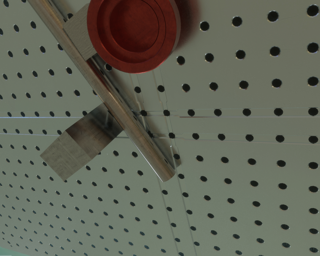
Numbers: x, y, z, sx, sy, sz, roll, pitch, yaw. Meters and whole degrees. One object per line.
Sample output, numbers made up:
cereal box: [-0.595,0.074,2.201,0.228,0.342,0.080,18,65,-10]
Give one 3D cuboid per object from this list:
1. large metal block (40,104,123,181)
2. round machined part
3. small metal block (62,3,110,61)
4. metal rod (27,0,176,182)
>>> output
large metal block: [-0.112,0.021,0.447,0.050,0.080,0.080,49,129,-7]
round machined part: [-0.025,-0.112,0.337,0.098,0.042,0.097,7,117,14]
small metal block: [-0.084,-0.119,0.382,0.050,0.025,0.050,-23,106,36]
metal rod: [-0.073,-0.049,0.418,0.025,0.025,0.299,-27,104,37]
